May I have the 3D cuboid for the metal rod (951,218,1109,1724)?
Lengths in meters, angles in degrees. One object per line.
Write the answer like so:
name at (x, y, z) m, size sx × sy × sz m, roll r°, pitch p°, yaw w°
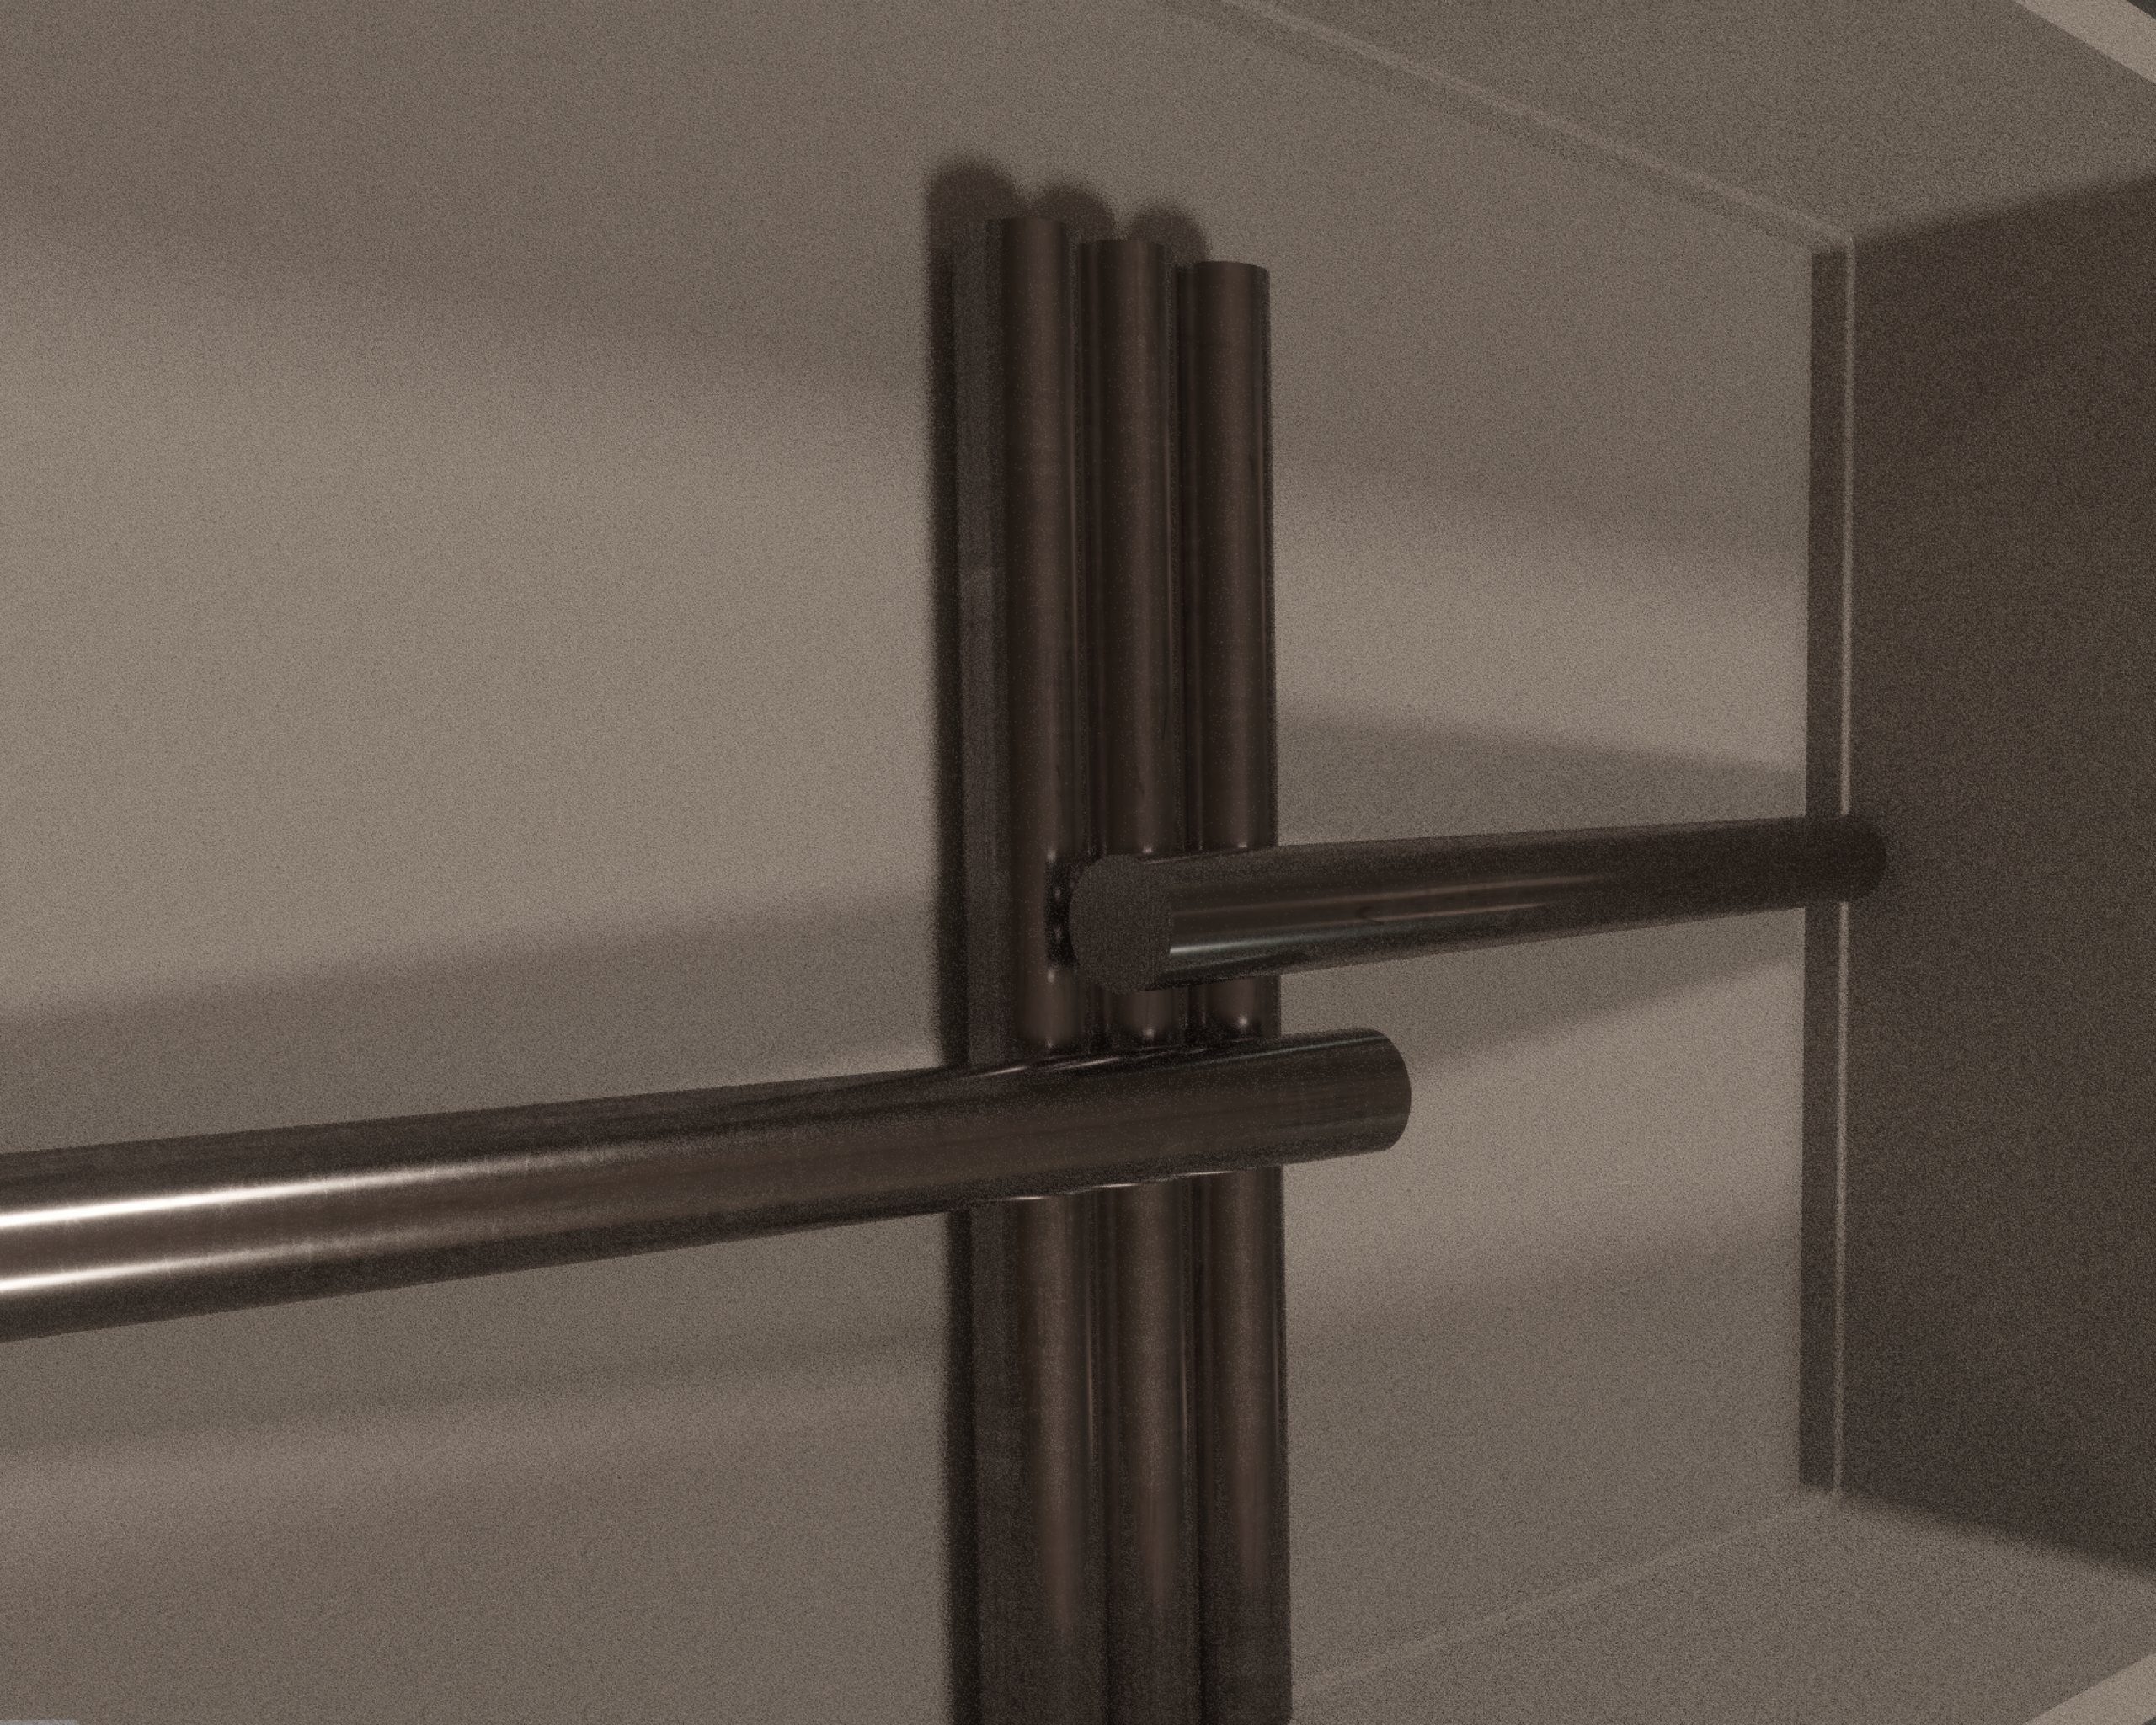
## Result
metal rod at (-0.009, 0.030, 0.399) m, size 0.025 × 0.025 × 0.298 m, roll -2°, pitch 91°, yaw -40°

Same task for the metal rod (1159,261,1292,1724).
metal rod at (0.030, 0.028, 0.432) m, size 0.025 × 0.025 × 0.298 m, roll -2°, pitch 91°, yaw -40°

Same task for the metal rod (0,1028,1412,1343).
metal rod at (-0.067, 0.049, 0.329) m, size 0.303 × 0.025 × 0.025 m, roll -2°, pitch 91°, yaw -34°

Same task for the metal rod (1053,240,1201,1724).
metal rod at (0.010, 0.029, 0.415) m, size 0.025 × 0.025 × 0.298 m, roll -2°, pitch 91°, yaw -40°

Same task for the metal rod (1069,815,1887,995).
metal rod at (0.112, 0.005, 0.479) m, size 0.302 × 0.025 × 0.025 m, roll -3°, pitch 92°, yaw -46°
